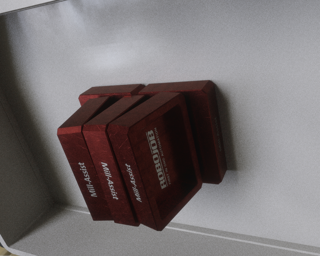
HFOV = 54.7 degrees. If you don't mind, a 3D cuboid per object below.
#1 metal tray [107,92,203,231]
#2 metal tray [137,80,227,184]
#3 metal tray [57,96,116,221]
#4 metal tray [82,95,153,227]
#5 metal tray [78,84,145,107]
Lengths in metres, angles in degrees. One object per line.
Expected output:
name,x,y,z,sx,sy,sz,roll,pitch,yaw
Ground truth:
metal tray,0.001,0.036,0.344,0.030,0.091,0.129,9,124,40
metal tray,0.030,0.008,0.392,0.090,0.030,0.129,0,119,28
metal tray,-0.070,0.037,0.382,0.030,0.090,0.129,-6,116,17
metal tray,-0.034,0.037,0.364,0.030,0.090,0.129,0,116,28
metal tray,-0.051,0.006,0.433,0.090,0.030,0.129,0,119,28
